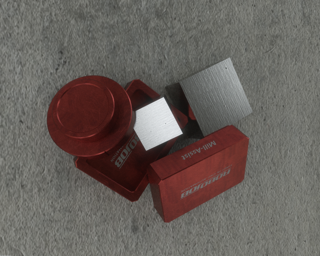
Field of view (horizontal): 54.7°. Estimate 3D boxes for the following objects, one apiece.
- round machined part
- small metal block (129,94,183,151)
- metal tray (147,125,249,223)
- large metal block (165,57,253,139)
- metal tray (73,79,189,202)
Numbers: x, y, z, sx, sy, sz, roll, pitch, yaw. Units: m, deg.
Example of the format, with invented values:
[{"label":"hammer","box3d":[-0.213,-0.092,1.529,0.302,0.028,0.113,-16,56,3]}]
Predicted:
[{"label":"round machined part","box3d":[-0.080,-0.016,0.349,0.099,0.042,0.098,-1,73,5]},{"label":"small metal block","box3d":[-0.006,-0.007,0.384,0.050,0.025,0.050,-26,102,10]},{"label":"metal tray","box3d":[0.052,0.060,0.402,0.131,0.030,0.089,-24,134,-18]},{"label":"large metal block","box3d":[0.066,-0.039,0.421,0.080,0.050,0.080,-28,100,-18]},{"label":"metal tray","box3d":[-0.035,0.015,0.394,0.090,0.030,0.130,37,78,-17]}]
